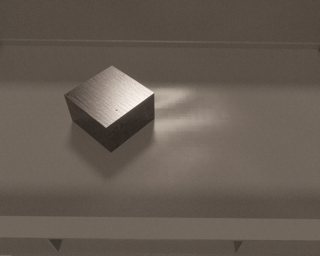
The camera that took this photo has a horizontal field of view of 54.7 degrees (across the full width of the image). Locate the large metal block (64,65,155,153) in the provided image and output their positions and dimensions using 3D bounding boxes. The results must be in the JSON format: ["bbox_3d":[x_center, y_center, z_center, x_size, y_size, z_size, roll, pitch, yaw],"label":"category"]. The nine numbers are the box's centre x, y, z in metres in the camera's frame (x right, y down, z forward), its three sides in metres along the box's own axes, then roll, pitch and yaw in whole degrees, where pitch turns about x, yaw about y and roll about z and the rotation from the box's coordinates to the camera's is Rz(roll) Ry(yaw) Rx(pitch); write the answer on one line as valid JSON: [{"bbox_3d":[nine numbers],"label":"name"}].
[{"bbox_3d":[-0.064,-0.028,0.411,0.080,0.050,0.080,35,58,25],"label":"large metal block"}]
